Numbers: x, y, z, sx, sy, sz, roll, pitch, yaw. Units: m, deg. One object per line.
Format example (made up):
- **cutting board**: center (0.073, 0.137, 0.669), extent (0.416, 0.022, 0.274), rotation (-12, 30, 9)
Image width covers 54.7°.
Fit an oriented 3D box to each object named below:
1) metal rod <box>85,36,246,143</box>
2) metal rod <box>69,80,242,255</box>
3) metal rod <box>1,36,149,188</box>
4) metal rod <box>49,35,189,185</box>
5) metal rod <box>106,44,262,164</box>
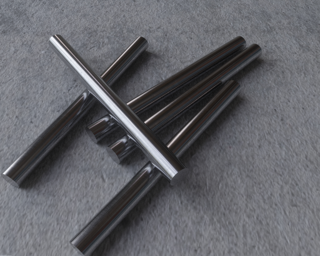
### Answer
- **metal rod**: center (0.024, -0.068, 0.460), extent (0.302, 0.025, 0.025), rotation (-34, 58, -26)
- **metal rod**: center (0.014, 0.030, 0.378), extent (0.025, 0.025, 0.301), rotation (32, 56, 23)
- **metal rod**: center (-0.100, -0.042, 0.436), extent (0.025, 0.025, 0.301), rotation (22, 53, 17)
- **metal rod**: center (-0.070, -0.041, 0.402), extent (0.025, 0.025, 0.300), rotation (-30, 56, -23)
- **metal rod**: center (0.050, -0.047, 0.443), extent (0.302, 0.025, 0.025), rotation (-37, 59, -27)
